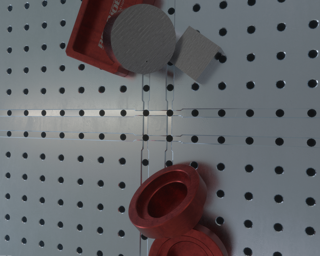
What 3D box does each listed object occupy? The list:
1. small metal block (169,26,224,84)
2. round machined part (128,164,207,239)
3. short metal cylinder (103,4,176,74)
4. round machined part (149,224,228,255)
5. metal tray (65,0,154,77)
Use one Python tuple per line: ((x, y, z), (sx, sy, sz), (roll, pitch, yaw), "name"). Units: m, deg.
((0.045, -0.093, 0.397), (0.050, 0.025, 0.050), (40, 102, 15), "small metal block")
((0.014, 0.093, 0.379), (0.098, 0.098, 0.042), (-26, 116, 18), "round machined part")
((-0.027, -0.110, 0.387), (0.081, 0.050, 0.079), (-6, 107, -20), "short metal cylinder")
((0.038, 0.167, 0.390), (0.098, 0.042, 0.097), (0, 90, 19), "round machined part")
((-0.070, -0.148, 0.434), (0.090, 0.030, 0.129), (24, 98, 18), "metal tray")
